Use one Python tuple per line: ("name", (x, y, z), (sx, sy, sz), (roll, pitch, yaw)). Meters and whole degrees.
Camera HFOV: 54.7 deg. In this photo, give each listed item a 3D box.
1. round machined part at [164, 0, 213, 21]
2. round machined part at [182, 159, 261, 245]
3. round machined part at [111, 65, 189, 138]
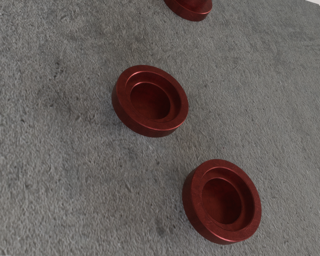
("round machined part", (0.056, -0.249, 0.575), (0.099, 0.042, 0.098), (14, 56, -21))
("round machined part", (0.070, 0.090, 0.375), (0.099, 0.042, 0.098), (14, 56, -21))
("round machined part", (-0.016, -0.031, 0.403), (0.099, 0.042, 0.098), (14, 56, -21))
